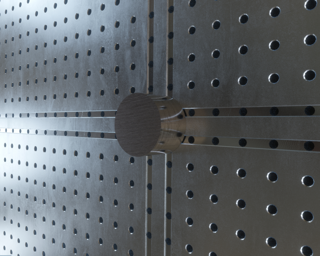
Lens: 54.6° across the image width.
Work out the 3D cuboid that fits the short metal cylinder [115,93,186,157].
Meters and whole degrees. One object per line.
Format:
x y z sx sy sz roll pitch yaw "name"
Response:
-0.013 -0.004 0.405 0.080 0.050 0.080 0 90 40 "short metal cylinder"
